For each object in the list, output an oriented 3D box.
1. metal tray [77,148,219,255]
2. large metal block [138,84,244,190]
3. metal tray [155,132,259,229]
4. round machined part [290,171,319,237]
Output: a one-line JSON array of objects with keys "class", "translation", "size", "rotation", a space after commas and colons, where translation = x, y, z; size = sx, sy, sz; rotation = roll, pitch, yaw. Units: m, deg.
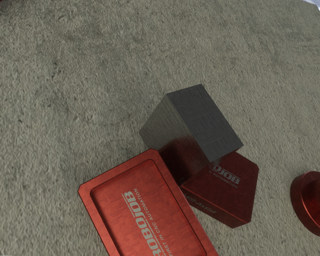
[{"class": "metal tray", "translation": [-0.013, 0.097, 0.314], "size": [0.091, 0.030, 0.130], "rotation": [-27, 76, -14]}, {"class": "large metal block", "translation": [0.030, 0.011, 0.340], "size": [0.050, 0.080, 0.080], "rotation": [-20, 71, -35]}, {"class": "metal tray", "translation": [0.062, 0.059, 0.400], "size": [0.130, 0.030, 0.090], "rotation": [31, 51, -9]}, {"class": "round machined part", "translation": [0.248, 0.109, 0.463], "size": [0.099, 0.042, 0.098], "rotation": [14, 56, -21]}]
